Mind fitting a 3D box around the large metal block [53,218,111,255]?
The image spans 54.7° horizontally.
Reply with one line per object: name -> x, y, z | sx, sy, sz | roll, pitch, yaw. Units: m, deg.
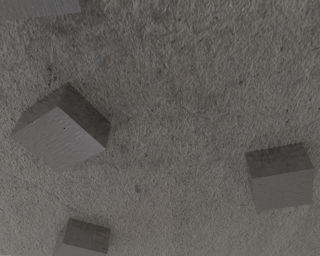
large metal block -> -0.147, 0.219, 0.576 | 0.080, 0.050, 0.080 | 22, 127, -18

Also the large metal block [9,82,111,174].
large metal block -> -0.122, 0.002, 0.391 | 0.080, 0.050, 0.080 | -28, 125, 21

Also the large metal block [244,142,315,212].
large metal block -> 0.174, 0.074, 0.455 | 0.080, 0.050, 0.080 | -12, 129, 9

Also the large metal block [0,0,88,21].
large metal block -> -0.113, -0.144, 0.267 | 0.080, 0.050, 0.080 | -5, 130, 4
